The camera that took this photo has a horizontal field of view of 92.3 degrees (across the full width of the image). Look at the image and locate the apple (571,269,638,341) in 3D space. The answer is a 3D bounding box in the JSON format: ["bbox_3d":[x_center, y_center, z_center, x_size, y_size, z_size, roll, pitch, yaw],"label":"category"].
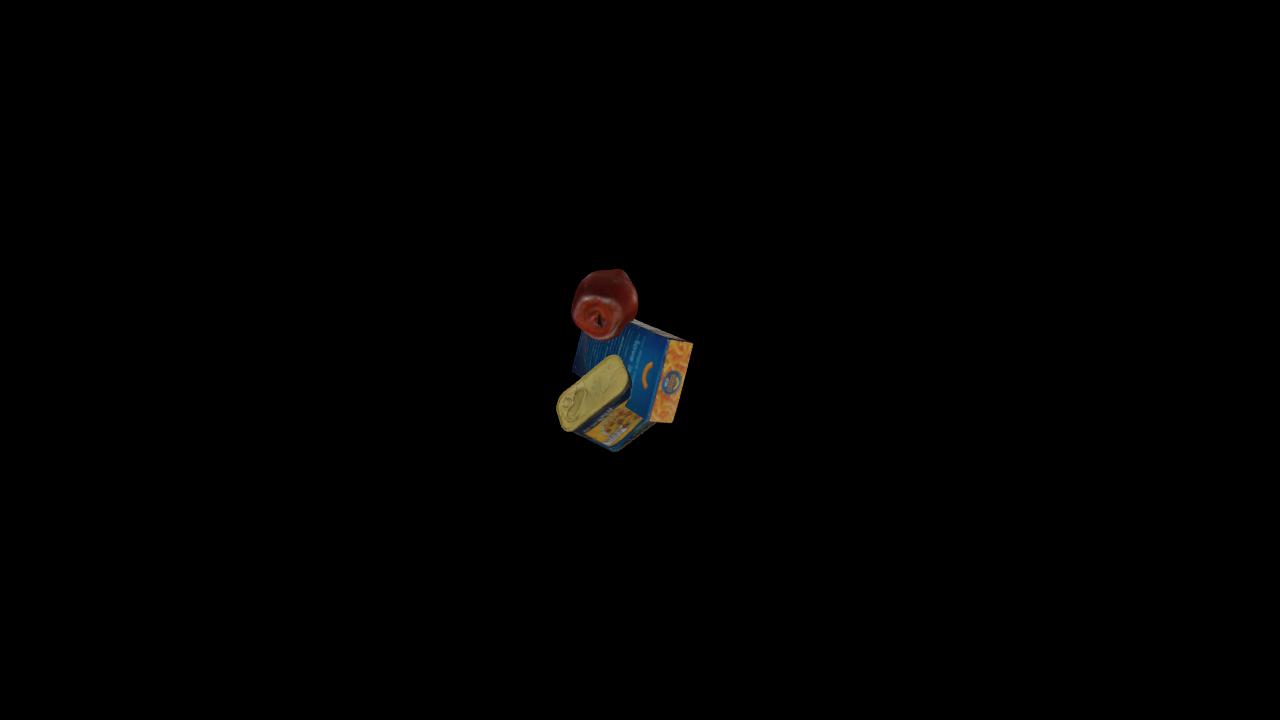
[{"bbox_3d":[-0.039,-0.064,0.709,0.079,0.079,0.093,0,34,13],"label":"apple"}]

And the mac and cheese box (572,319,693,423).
[{"bbox_3d":[-0.015,-0.001,0.716,0.041,0.093,0.184,9,11,-35],"label":"mac and cheese box"}]

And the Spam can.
[{"bbox_3d":[-0.031,0.054,0.713,0.101,0.058,0.085,-38,-44,17],"label":"Spam can"}]
